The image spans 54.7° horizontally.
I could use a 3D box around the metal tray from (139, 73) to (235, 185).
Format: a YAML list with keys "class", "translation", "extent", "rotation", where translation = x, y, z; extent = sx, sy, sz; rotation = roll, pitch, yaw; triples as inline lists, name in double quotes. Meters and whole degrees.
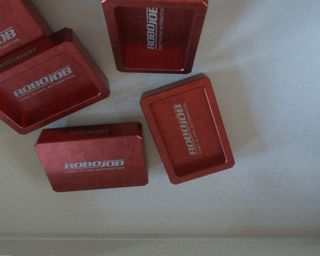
- class: "metal tray"
  translation: [0.037, 0.003, 0.410]
  extent: [0.090, 0.030, 0.129]
  rotation: [-18, 109, 6]

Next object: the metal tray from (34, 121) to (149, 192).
- class: "metal tray"
  translation: [-0.084, 0.040, 0.409]
  extent: [0.131, 0.030, 0.089]
  rotation: [-5, 128, 1]

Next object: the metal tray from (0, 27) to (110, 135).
- class: "metal tray"
  translation: [-0.137, -0.050, 0.366]
  extent: [0.130, 0.030, 0.090]
  rotation: [-23, 139, 8]

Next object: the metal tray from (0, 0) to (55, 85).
- class: "metal tray"
  translation: [-0.195, -0.097, 0.357]
  extent: [0.130, 0.030, 0.090]
  rotation: [-24, 125, 8]

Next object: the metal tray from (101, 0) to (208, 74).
- class: "metal tray"
  translation: [-0.005, -0.100, 0.323]
  extent: [0.091, 0.130, 0.030]
  rotation: [1, 72, -1]
